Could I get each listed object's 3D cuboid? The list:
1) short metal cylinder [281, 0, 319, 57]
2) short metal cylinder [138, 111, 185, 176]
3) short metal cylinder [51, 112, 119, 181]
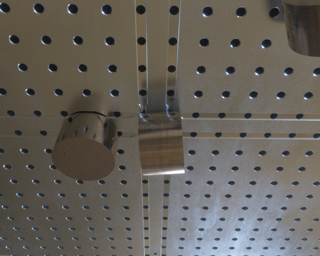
[{"bbox_3d":[0.157,-0.109,0.284,0.080,0.080,0.050,-17,128,14],"label":"short metal cylinder"},{"bbox_3d":[0.003,0.019,0.392,0.050,0.080,0.080,-4,130,3],"label":"short metal cylinder"},{"bbox_3d":[-0.098,0.026,0.416,0.081,0.050,0.079,0,130,0],"label":"short metal cylinder"}]
